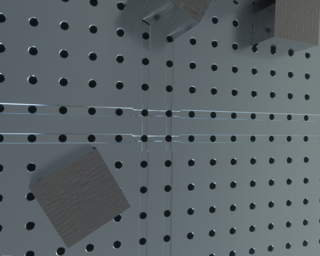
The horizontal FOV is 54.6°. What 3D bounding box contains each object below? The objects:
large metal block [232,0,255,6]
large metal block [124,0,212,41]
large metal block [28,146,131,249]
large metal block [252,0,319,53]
[{"bbox_3d":[0.113,-0.220,0.424,0.080,0.080,0.050,15,85,-19],"label":"large metal block"},{"bbox_3d":[0.011,-0.163,0.387,0.080,0.080,0.050,30,80,-18],"label":"large metal block"},{"bbox_3d":[-0.094,0.076,0.365,0.080,0.050,0.080,-31,100,-17],"label":"large metal block"},{"bbox_3d":[0.190,-0.164,0.468,0.081,0.050,0.080,3,89,-20],"label":"large metal block"}]
